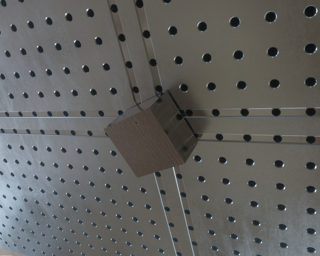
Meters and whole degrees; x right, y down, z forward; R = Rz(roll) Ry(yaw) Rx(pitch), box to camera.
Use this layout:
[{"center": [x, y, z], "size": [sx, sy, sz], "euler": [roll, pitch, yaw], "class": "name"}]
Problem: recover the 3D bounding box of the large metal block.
[{"center": [-0.011, 0.010, 0.402], "size": [0.080, 0.050, 0.080], "euler": [-23, 107, 36], "class": "large metal block"}]
